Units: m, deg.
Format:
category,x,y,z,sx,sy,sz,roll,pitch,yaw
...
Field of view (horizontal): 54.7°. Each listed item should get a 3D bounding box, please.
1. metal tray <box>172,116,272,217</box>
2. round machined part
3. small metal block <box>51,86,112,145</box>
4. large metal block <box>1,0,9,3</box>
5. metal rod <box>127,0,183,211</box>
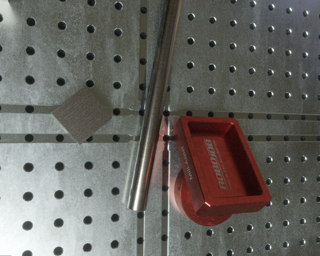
category,x,y,z,sx,sy,sz,roll,pitch,yaw
metal tray,0.076,0.044,0.400,0.091,0.030,0.130,2,51,-20
round machined part,0.074,0.089,0.432,0.099,0.042,0.097,0,90,-21
small metal block,-0.096,-0.015,0.378,0.050,0.025,0.050,-42,104,-15
large metal block,-0.196,-0.177,0.311,0.081,0.080,0.050,10,87,-20
metal rod,-0.004,-0.042,0.411,0.025,0.025,0.298,11,86,-20
